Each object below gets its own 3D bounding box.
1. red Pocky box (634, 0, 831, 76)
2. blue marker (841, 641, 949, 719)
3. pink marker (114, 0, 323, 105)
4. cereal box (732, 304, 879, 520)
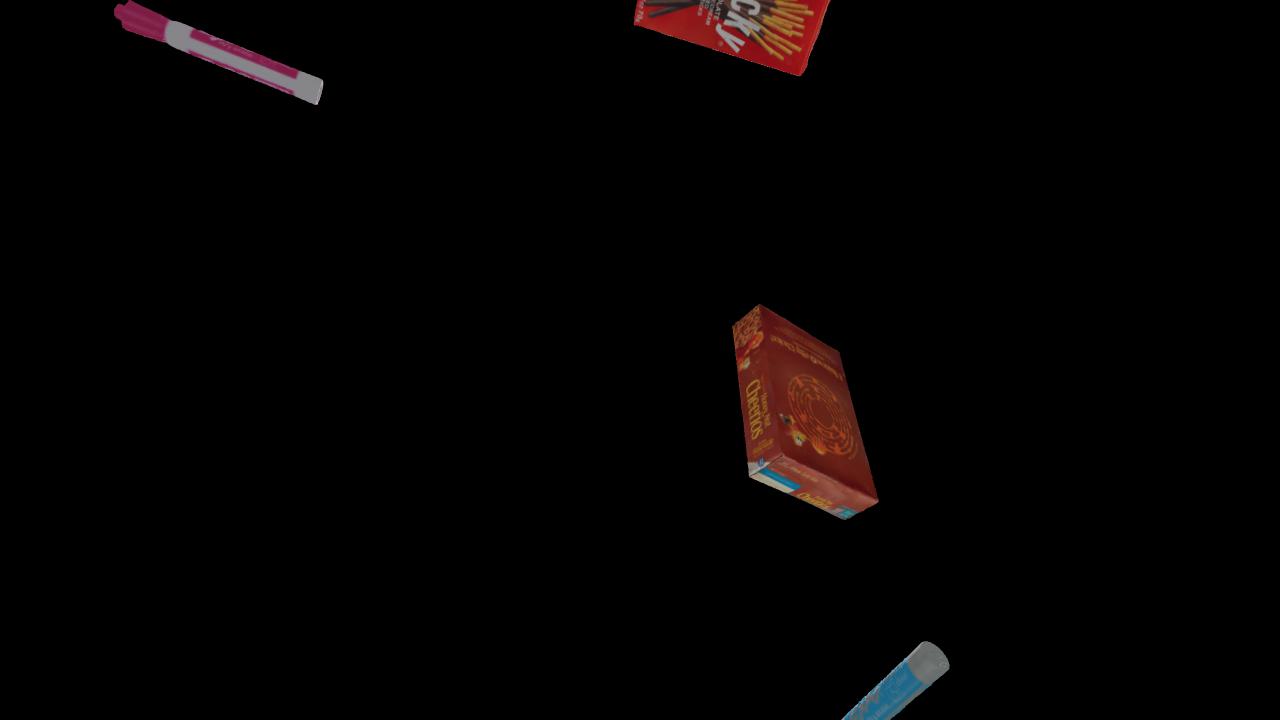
[{"bbox_3d":[0.076,-0.299,0.505,0.155,0.083,0.028,20,42,6],"label":"red Pocky box"},{"bbox_3d":[0.147,0.221,0.387,0.020,0.121,0.020,23,26,-12],"label":"blue marker"},{"bbox_3d":[-0.286,-0.210,0.423,0.121,0.020,0.020,17,-7,-25],"label":"pink marker"},{"bbox_3d":[0.252,0.076,0.974,0.203,0.306,0.081,26,-47,-25],"label":"cereal box"}]
